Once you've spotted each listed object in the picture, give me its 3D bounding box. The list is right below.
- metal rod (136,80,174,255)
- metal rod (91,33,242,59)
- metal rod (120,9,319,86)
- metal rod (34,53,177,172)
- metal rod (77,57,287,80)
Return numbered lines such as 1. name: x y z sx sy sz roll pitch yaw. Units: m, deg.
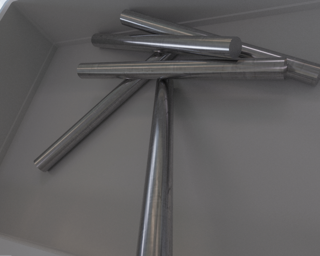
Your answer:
1. metal rod: 0.001 0.018 0.317 0.025 0.025 0.300 -21 29 16
2. metal rod: -0.014 -0.126 0.459 0.300 0.025 0.025 19 72 45
3. metal rod: 0.062 -0.118 0.421 0.300 0.025 0.025 27 76 29
4. metal rod: -0.068 -0.043 0.468 0.300 0.025 0.025 -42 51 -1
5. metal rod: 0.008 -0.078 0.417 0.300 0.025 0.025 5 64 29
